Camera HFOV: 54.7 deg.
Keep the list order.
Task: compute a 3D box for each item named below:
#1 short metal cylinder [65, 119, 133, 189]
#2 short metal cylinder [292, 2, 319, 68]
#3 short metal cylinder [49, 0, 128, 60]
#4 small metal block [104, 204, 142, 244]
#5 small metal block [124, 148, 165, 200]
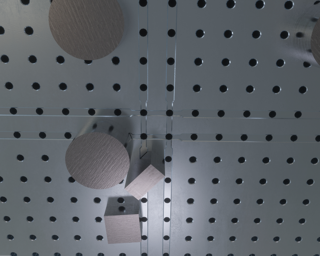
[{"bbox_3d":[-0.078,0.034,0.412,0.081,0.050,0.079,0,110,0],"label":"short metal cylinder"},{"bbox_3d":[0.205,-0.108,0.362,0.081,0.050,0.079,0,110,0],"label":"short metal cylinder"},{"bbox_3d":[-0.078,-0.121,0.354,0.081,0.050,0.079,0,110,0],"label":"short metal cylinder"},{"bbox_3d":[-0.054,0.144,0.466,0.050,0.025,0.050,-4,110,1],"label":"small metal block"},{"bbox_3d":[-0.020,0.062,0.423,0.025,0.050,0.050,42,105,-14],"label":"small metal block"}]
